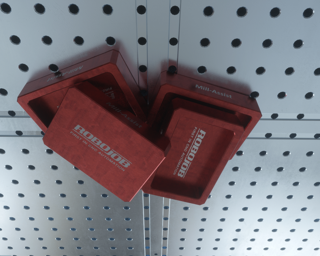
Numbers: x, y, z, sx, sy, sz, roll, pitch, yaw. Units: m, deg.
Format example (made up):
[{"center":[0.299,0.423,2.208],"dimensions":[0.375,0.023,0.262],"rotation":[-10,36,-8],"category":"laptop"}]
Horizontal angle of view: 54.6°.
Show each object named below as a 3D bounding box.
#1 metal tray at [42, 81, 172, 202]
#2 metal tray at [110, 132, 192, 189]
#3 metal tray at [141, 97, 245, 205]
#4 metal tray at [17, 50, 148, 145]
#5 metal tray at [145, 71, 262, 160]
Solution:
[{"center":[-0.064,0.017,0.369],"dimensions":[0.130,0.030,0.090],"rotation":[36,116,-1],"category":"metal tray"},{"center":[-0.019,0.050,0.450],"dimensions":[0.131,0.030,0.089],"rotation":[20,127,-17],"category":"metal tray"},{"center":[0.037,0.034,0.397],"dimensions":[0.091,0.030,0.129],"rotation":[16,117,-13],"category":"metal tray"},{"center":[-0.092,-0.030,0.381],"dimensions":[0.130,0.030,0.090],"rotation":[-17,128,14],"category":"metal tray"},{"center":[0.050,-0.011,0.397],"dimensions":[0.131,0.030,0.089],"rotation":[15,128,-12],"category":"metal tray"}]
